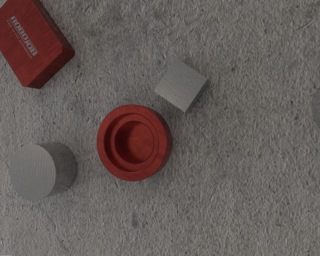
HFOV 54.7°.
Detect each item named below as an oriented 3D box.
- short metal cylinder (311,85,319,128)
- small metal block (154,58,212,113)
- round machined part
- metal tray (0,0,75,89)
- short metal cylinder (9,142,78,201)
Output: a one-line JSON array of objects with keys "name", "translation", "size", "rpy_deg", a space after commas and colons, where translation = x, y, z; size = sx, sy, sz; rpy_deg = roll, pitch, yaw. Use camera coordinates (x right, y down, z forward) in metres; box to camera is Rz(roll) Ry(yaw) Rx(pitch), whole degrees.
[{"name": "short metal cylinder", "translation": [0.205, -0.024, 0.323], "size": [0.080, 0.050, 0.080], "rpy_deg": [0, 90, 20]}, {"name": "small metal block", "translation": [0.029, -0.054, 0.399], "size": [0.050, 0.025, 0.050], "rpy_deg": [37, 102, 16]}, {"name": "round machined part", "translation": [-0.030, 0.019, 0.411], "size": [0.098, 0.042, 0.097], "rpy_deg": [0, 90, 20]}, {"name": "metal tray", "translation": [-0.201, -0.137, 0.477], "size": [0.090, 0.030, 0.130], "rpy_deg": [-39, 78, 15]}, {"name": "short metal cylinder", "translation": [-0.170, 0.062, 0.456], "size": [0.080, 0.050, 0.080], "rpy_deg": [0, 90, 20]}]
